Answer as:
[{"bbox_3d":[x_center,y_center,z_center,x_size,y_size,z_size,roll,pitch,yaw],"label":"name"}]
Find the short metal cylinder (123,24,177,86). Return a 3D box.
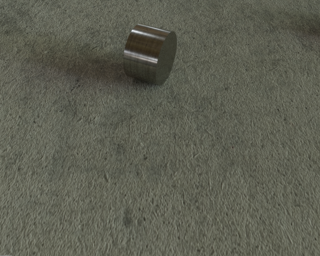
[{"bbox_3d":[-0.013,-0.108,0.458,0.050,0.080,0.080,18,52,15],"label":"short metal cylinder"}]
